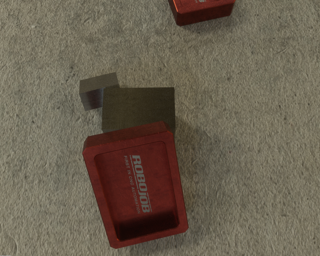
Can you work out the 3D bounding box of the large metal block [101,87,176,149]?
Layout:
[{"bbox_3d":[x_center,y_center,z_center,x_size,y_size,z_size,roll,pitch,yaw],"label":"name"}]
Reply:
[{"bbox_3d":[-0.024,-0.009,0.382,0.081,0.080,0.050,-1,70,-1],"label":"large metal block"}]

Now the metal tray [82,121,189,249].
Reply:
[{"bbox_3d":[-0.023,0.064,0.339,0.091,0.030,0.129,-12,113,-5],"label":"metal tray"}]

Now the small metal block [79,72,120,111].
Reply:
[{"bbox_3d":[-0.078,-0.050,0.411,0.050,0.025,0.050,-15,30,-5],"label":"small metal block"}]

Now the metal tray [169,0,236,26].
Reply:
[{"bbox_3d":[0.054,-0.230,0.489,0.091,0.030,0.130,-14,71,-5],"label":"metal tray"}]
